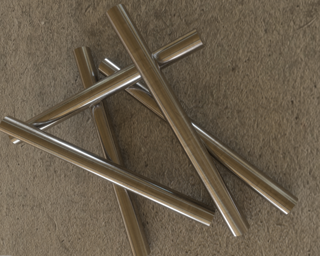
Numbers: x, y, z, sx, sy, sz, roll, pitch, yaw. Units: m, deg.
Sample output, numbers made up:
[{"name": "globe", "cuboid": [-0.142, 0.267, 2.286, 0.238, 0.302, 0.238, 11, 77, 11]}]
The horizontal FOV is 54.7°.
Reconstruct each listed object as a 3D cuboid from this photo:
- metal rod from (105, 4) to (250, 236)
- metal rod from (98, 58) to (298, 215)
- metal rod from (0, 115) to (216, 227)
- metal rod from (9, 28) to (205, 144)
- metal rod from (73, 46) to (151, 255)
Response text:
[{"name": "metal rod", "cuboid": [0.023, -0.006, 0.365, 0.025, 0.025, 0.299, -29, 94, 18]}, {"name": "metal rod", "cuboid": [0.037, 0.001, 0.395, 0.300, 0.025, 0.025, 38, 102, 16]}, {"name": "metal rod", "cuboid": [-0.073, 0.053, 0.405, 0.301, 0.025, 0.025, 23, 98, 7]}, {"name": "metal rod", "cuboid": [-0.082, -0.047, 0.410, 0.300, 0.025, 0.025, -25, 82, 18]}, {"name": "metal rod", "cuboid": [-0.069, 0.029, 0.433, 0.025, 0.025, 0.299, -20, 84, 19]}]
